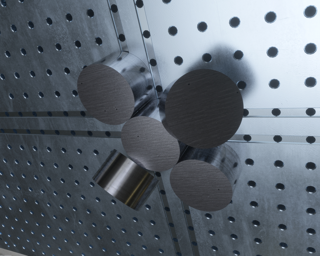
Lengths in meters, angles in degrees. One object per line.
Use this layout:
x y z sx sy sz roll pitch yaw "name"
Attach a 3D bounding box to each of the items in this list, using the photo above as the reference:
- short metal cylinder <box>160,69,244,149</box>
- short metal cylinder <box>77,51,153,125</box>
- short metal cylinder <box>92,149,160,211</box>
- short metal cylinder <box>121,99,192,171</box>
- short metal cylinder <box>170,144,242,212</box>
0.042 -0.020 0.333 0.081 0.050 0.079 0 93 -7 "short metal cylinder"
-0.056 -0.050 0.391 0.080 0.050 0.079 13 124 20 "short metal cylinder"
-0.047 0.073 0.436 0.080 0.050 0.080 35 171 7 "short metal cylinder"
-0.003 0.009 0.400 0.080 0.050 0.079 13 124 20 "short metal cylinder"
0.059 0.060 0.400 0.080 0.050 0.079 13 124 20 "short metal cylinder"
